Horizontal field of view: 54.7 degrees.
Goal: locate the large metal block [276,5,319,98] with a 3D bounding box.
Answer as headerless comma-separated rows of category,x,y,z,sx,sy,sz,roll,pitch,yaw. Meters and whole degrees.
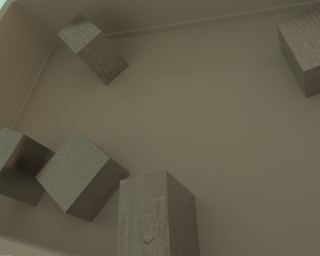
large metal block,0.188,-0.092,0.347,0.080,0.050,0.080,-21,54,16

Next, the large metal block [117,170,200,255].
large metal block,0.001,0.098,0.310,0.050,0.080,0.080,-15,56,20

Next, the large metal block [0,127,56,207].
large metal block,-0.200,0.056,0.441,0.050,0.080,0.080,13,69,33

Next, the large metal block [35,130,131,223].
large metal block,-0.101,0.061,0.405,0.080,0.050,0.080,32,79,38

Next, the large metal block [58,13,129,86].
large metal block,-0.108,-0.127,0.506,0.050,0.080,0.080,-43,51,-1
